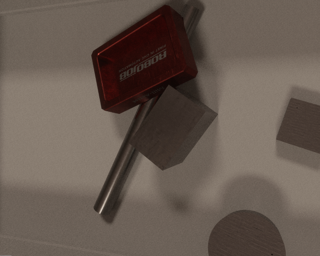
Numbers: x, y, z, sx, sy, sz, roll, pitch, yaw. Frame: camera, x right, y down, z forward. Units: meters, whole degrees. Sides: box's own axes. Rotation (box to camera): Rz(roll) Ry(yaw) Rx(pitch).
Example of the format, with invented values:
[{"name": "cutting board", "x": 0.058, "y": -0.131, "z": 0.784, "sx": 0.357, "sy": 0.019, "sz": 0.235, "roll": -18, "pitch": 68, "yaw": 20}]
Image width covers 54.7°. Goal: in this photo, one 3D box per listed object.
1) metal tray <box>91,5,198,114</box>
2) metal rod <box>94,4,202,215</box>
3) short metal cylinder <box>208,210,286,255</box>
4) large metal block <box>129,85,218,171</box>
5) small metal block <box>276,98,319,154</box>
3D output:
[{"name": "metal tray", "x": -0.025, "y": -0.083, "z": 0.394, "sx": 0.130, "sy": 0.030, "sz": 0.090, "roll": -23, "pitch": 72, "yaw": 29}, {"name": "metal rod", "x": -0.020, "y": -0.018, "z": 0.416, "sx": 0.025, "sy": 0.025, "sz": 0.298, "roll": 28, "pitch": 99, "yaw": 17}, {"name": "short metal cylinder", "x": 0.099, "y": 0.136, "z": 0.354, "sx": 0.080, "sy": 0.050, "sz": 0.080, "roll": -4, "pitch": 77, "yaw": 17}, {"name": "large metal block", "x": 0.020, "y": 0.000, "z": 0.374, "sx": 0.050, "sy": 0.080, "sz": 0.080, "roll": 38, "pitch": 102, "yaw": 15}, {"name": "small metal block", "x": 0.166, "y": -0.002, "z": 0.352, "sx": 0.050, "sy": 0.025, "sz": 0.050, "roll": 20, "pitch": 96, "yaw": 18}]
